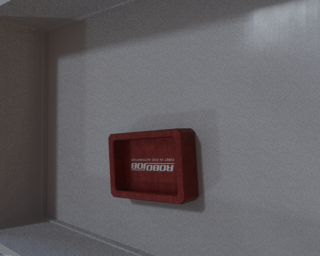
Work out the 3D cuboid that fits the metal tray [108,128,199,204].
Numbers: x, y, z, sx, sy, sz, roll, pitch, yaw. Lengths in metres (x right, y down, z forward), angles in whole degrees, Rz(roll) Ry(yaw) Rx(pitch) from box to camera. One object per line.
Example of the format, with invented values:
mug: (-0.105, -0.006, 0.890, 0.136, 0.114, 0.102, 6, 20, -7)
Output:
metal tray: (-0.013, 0.049, 0.415, 0.130, 0.030, 0.090, -5, 87, 40)
